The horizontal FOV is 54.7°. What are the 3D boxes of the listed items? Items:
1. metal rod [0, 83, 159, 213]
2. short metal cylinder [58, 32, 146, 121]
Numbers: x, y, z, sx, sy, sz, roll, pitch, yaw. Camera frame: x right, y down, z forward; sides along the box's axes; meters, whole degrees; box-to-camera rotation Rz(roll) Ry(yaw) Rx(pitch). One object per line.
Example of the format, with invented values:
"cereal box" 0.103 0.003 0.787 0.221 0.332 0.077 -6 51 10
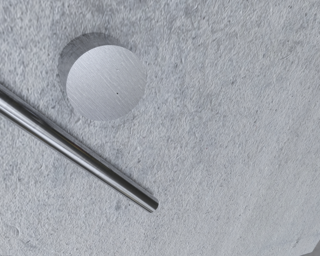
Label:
"metal rod" -0.094 0.035 0.377 0.025 0.025 0.300 -43 130 2
"short metal cylinder" -0.061 -0.054 0.324 0.081 0.050 0.079 -14 124 -21
